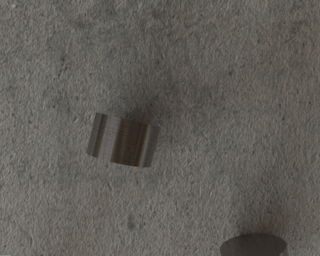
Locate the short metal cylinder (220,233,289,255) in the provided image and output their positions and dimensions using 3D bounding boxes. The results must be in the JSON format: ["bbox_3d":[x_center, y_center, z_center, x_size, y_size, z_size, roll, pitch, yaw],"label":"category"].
[{"bbox_3d":[0.119,0.171,0.384,0.080,0.080,0.050,-11,90,0],"label":"short metal cylinder"}]

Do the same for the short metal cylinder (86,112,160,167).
[{"bbox_3d":[-0.045,0.014,0.382,0.080,0.080,0.050,13,90,-1],"label":"short metal cylinder"}]
